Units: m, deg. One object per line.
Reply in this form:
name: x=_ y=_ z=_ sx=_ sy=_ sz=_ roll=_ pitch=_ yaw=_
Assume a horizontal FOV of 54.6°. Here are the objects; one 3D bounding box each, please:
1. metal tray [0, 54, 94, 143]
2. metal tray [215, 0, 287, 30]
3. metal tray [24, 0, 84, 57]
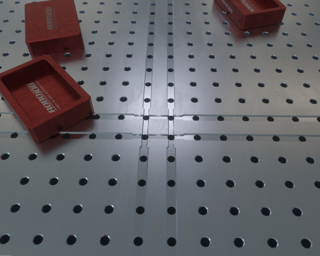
metal tray: x=-0.168 y=-0.047 z=0.443 sx=0.091 sy=0.030 sz=0.130 roll=-32 pitch=57 yaw=-24
metal tray: x=0.174 y=-0.248 z=0.613 sx=0.091 sy=0.030 sz=0.130 roll=-13 pitch=51 yaw=-11
metal tray: x=-0.192 y=-0.186 z=0.560 sx=0.091 sy=0.030 sz=0.130 roll=-13 pitch=51 yaw=-11
